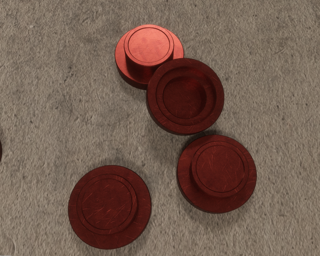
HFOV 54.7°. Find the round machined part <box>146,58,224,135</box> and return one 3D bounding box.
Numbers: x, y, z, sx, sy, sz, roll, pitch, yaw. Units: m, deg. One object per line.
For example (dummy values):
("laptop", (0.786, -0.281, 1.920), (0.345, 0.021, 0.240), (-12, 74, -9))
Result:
("round machined part", (0.030, -0.038, 0.405), (0.099, 0.042, 0.097), (1, 82, -8))

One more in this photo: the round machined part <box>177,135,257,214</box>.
("round machined part", (0.070, 0.054, 0.380), (0.099, 0.042, 0.098), (0, 70, -1))

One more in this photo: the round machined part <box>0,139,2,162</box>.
("round machined part", (-0.256, 0.031, 0.385), (0.099, 0.042, 0.098), (0, 70, -1))

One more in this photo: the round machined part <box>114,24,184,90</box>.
("round machined part", (-0.015, -0.106, 0.438), (0.099, 0.042, 0.098), (0, 70, -1))

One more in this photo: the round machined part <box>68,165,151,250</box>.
("round machined part", (-0.060, 0.091, 0.365), (0.099, 0.042, 0.098), (0, 70, -1))
